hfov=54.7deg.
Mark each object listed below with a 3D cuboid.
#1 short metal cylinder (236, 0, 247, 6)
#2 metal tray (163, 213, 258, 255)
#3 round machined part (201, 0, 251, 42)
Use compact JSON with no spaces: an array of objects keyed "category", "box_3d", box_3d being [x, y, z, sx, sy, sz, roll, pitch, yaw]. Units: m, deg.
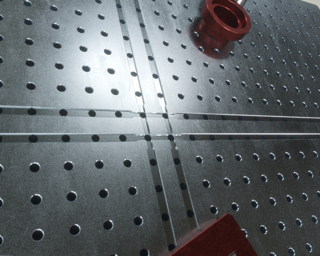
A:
[{"category":"short metal cylinder","box_3d":[0.146,-0.285,0.625,0.080,0.050,0.080,24,26,-12]},{"category":"metal tray","box_3d":[0.051,0.163,0.333,0.131,0.030,0.090,-22,73,-36]},{"category":"round machined part","box_3d":[0.119,-0.201,0.584,0.099,0.042,0.098,13,57,-21]}]
